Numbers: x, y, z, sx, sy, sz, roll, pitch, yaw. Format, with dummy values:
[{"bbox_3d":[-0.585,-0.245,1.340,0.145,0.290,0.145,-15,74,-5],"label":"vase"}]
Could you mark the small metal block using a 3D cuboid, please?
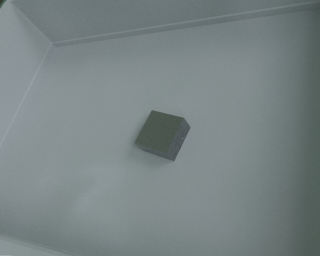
[{"bbox_3d":[0.004,0.009,0.397,0.050,0.025,0.050,16,70,34],"label":"small metal block"}]
